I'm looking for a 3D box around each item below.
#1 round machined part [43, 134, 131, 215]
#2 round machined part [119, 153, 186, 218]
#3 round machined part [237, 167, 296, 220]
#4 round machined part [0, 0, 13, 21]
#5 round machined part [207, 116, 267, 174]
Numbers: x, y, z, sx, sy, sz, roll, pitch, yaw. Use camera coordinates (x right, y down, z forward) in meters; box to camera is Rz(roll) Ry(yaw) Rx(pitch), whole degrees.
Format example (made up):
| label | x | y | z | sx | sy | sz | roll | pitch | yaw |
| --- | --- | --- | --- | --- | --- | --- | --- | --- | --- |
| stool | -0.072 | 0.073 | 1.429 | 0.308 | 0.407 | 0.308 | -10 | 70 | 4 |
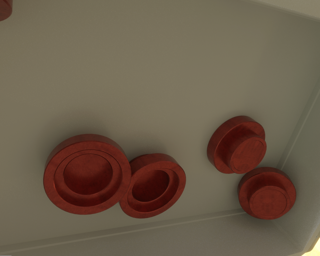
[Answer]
| label | x | y | z | sx | sy | sz | roll | pitch | yaw |
| --- | --- | --- | --- | --- | --- | --- | --- | --- | --- |
| round machined part | -0.087 | 0.052 | 0.373 | 0.099 | 0.042 | 0.097 | -6 | 113 | -15 |
| round machined part | -0.017 | 0.076 | 0.435 | 0.099 | 0.042 | 0.097 | -14 | 124 | -21 |
| round machined part | 0.189 | 0.121 | 0.546 | 0.099 | 0.042 | 0.097 | 2 | 110 | 6 |
| round machined part | -0.157 | -0.111 | 0.216 | 0.099 | 0.098 | 0.042 | 3 | 88 | -30 |
| round machined part | 0.127 | 0.033 | 0.487 | 0.099 | 0.042 | 0.097 | -14 | 124 | -21 |
